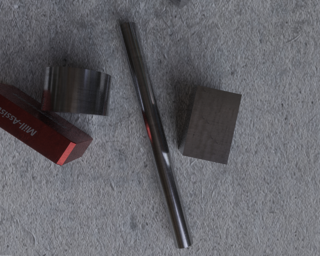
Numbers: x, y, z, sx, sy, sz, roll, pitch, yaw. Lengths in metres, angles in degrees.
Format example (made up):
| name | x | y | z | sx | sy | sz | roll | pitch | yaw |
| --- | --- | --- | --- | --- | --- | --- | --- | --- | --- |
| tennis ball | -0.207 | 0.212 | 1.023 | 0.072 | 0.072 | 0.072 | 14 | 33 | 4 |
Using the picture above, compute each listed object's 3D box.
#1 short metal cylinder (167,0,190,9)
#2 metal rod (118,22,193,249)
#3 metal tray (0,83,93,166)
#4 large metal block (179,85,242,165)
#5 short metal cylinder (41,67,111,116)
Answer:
| name | x | y | z | sx | sy | sz | roll | pitch | yaw |
| --- | --- | --- | --- | --- | --- | --- | --- | --- | --- |
| short metal cylinder | 0.027 | -0.197 | 0.382 | 0.050 | 0.080 | 0.080 | 36 | 90 | 0 |
| metal rod | -0.006 | 0.010 | 0.409 | 0.025 | 0.025 | 0.298 | -15 | 90 | 0 |
| metal tray | -0.152 | -0.008 | 0.375 | 0.130 | 0.090 | 0.030 | 33 | 92 | 0 |
| large metal block | 0.058 | -0.004 | 0.383 | 0.050 | 0.080 | 0.080 | 12 | 90 | 0 |
| short metal cylinder | -0.102 | -0.043 | 0.382 | 0.081 | 0.080 | 0.050 | 5 | 90 | 0 |
